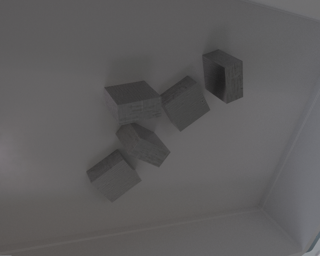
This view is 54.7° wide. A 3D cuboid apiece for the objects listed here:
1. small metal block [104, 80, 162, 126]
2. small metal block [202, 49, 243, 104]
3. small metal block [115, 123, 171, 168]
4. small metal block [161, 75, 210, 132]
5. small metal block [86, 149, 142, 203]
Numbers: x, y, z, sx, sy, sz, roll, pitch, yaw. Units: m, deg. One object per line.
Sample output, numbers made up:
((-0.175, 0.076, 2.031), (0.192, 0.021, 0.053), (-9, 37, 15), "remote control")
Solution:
((-0.032, -0.030, 0.356), (0.050, 0.050, 0.025), (-13, 124, -21), "small metal block")
((0.080, -0.066, 0.395), (0.025, 0.050, 0.050), (-23, 127, -15), "small metal block")
((-0.022, 0.019, 0.392), (0.050, 0.050, 0.025), (28, 103, -38), "small metal block")
((0.031, -0.032, 0.406), (0.050, 0.025, 0.050), (-36, 129, -4), "small metal block")
((-0.061, 0.065, 0.415), (0.050, 0.025, 0.050), (-37, 129, -4), "small metal block")
